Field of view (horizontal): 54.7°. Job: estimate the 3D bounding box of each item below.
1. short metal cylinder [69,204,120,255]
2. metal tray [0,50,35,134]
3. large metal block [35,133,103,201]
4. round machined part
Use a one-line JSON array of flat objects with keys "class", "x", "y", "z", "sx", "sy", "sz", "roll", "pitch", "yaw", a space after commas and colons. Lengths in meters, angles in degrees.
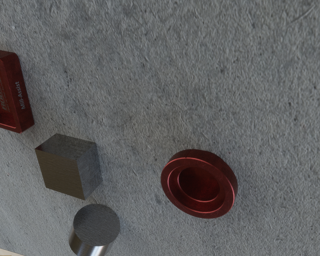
[{"class": "short metal cylinder", "x": -0.116, "y": 0.181, "z": 0.544, "sx": 0.080, "sy": 0.080, "sz": 0.050, "roll": 32, "pitch": 129, "yaw": 7}, {"class": "metal tray", "x": -0.261, "y": -0.061, "z": 0.503, "sx": 0.090, "sy": 0.030, "sz": 0.129, "roll": 14, "pitch": 124, "yaw": 20}, {"class": "large metal block", "x": -0.147, "y": 0.062, "z": 0.506, "sx": 0.080, "sy": 0.050, "sz": 0.079, "roll": 12, "pitch": 123, "yaw": 22}, {"class": "round machined part", "x": 0.054, "y": 0.068, "z": 0.410, "sx": 0.098, "sy": 0.042, "sz": 0.097, "roll": 13, "pitch": 124, "yaw": 21}]
